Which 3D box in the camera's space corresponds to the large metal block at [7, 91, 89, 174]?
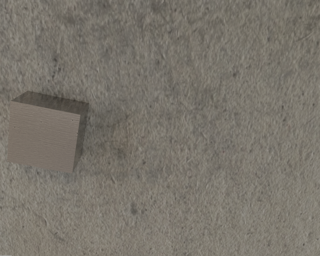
[{"bbox_3d":[-0.141,0.004,0.396,0.081,0.050,0.079,11,110,-5],"label":"large metal block"}]
